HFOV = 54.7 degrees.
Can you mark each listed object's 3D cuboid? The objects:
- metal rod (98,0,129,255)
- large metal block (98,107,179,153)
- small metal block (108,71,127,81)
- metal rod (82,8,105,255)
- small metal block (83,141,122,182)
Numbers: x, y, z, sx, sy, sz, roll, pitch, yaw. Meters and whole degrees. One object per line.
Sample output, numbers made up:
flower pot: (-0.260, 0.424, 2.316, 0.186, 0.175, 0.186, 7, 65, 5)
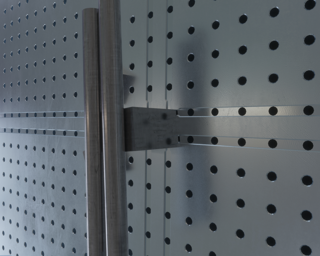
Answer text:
metal rod: (-0.053, -0.005, 0.348, 0.025, 0.025, 0.298, -4, 88, 40)
large metal block: (-0.034, 0.004, 0.401, 0.080, 0.081, 0.050, -7, 86, 40)
small metal block: (-0.085, -0.071, 0.479, 0.050, 0.025, 0.050, 37, 112, 34)
metal rod: (-0.077, 0.010, 0.367, 0.025, 0.025, 0.298, -3, 88, 40)
small metal block: (-0.091, 0.052, 0.484, 0.050, 0.025, 0.050, -26, 74, 37)
